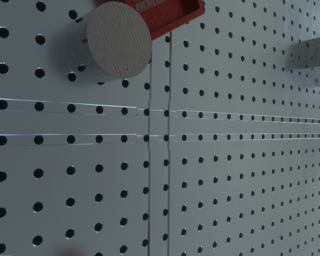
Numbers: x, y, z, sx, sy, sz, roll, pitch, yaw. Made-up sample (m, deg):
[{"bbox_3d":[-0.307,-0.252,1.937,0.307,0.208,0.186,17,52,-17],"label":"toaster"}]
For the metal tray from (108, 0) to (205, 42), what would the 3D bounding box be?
[{"bbox_3d":[-0.003,-0.170,0.402,0.131,0.030,0.090,-38,113,-34],"label":"metal tray"}]

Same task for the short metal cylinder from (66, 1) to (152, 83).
[{"bbox_3d":[-0.056,-0.093,0.345,0.081,0.050,0.079,0,90,-40],"label":"short metal cylinder"}]

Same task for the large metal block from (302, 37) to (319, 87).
[{"bbox_3d":[0.374,-0.150,0.706,0.080,0.050,0.080,32,70,-35],"label":"large metal block"}]
